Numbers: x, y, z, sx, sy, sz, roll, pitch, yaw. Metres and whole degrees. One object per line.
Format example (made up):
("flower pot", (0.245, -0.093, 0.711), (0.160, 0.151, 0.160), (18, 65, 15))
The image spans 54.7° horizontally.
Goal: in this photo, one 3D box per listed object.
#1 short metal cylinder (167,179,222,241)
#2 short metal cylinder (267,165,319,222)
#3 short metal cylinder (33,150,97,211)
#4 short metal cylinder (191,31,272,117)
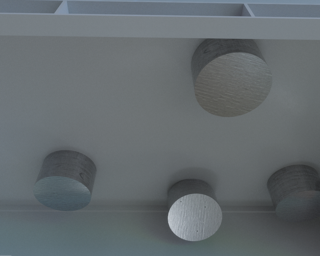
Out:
("short metal cylinder", (0.052, 0.126, 0.482), (0.081, 0.050, 0.079), (0, 106, -1))
("short metal cylinder", (0.214, 0.102, 0.482), (0.081, 0.050, 0.079), (0, 130, 0))
("short metal cylinder", (-0.138, 0.079, 0.458), (0.081, 0.050, 0.079), (0, 130, 0))
("short metal cylinder", (0.076, -0.059, 0.343), (0.081, 0.050, 0.079), (0, 130, 0))
